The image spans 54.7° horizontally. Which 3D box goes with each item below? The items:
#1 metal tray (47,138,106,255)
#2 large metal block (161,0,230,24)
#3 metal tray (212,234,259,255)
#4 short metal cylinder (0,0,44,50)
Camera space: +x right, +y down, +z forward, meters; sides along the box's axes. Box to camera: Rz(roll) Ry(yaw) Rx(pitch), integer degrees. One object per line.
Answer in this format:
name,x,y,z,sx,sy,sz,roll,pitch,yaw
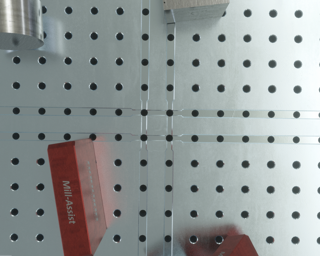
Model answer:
metal tray,-0.098,0.080,0.380,0.030,0.090,0.129,-9,90,0
large metal block,0.040,-0.187,0.401,0.080,0.050,0.080,-7,90,0
metal tray,0.085,0.201,0.369,0.030,0.131,0.090,-27,90,43
short metal cylinder,-0.188,-0.131,0.384,0.081,0.080,0.050,-3,90,0
